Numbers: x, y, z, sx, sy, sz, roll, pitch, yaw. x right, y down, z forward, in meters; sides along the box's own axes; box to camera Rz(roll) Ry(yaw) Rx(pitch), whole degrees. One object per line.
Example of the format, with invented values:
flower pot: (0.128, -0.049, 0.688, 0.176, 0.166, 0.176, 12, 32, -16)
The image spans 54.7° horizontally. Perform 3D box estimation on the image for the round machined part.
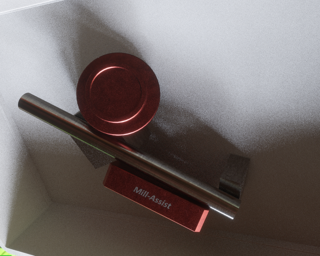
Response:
round machined part: (-0.049, -0.040, 0.362, 0.099, 0.042, 0.097, 0, 91, -1)

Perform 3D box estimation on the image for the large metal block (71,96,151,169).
large metal block: (-0.074, 0.001, 0.428, 0.080, 0.050, 0.080, -25, 105, 36)

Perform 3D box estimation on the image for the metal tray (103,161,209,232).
metal tray: (0.003, 0.079, 0.406, 0.130, 0.090, 0.030, 24, 100, 13)

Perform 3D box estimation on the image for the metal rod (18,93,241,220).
metal rod: (-0.046, 0.029, 0.381, 0.301, 0.025, 0.025, 26, 127, 11)

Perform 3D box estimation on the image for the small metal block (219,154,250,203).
small metal block: (0.091, 0.069, 0.384, 0.025, 0.050, 0.050, 14, 124, 20)
